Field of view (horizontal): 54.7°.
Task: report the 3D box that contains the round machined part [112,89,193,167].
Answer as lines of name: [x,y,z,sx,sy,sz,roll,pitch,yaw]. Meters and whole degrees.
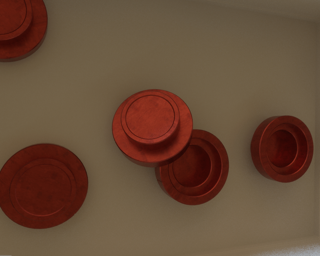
round machined part: [-0.010,-0.005,0.373,0.099,0.042,0.098,-2,66,4]

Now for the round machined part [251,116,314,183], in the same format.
round machined part: [0.177,0.030,0.467,0.099,0.042,0.097,0,90,-20]

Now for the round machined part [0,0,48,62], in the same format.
round machined part: [-0.175,-0.124,0.337,0.099,0.042,0.097,0,90,-20]

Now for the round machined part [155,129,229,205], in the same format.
round machined part: [0.039,0.050,0.416,0.099,0.042,0.097,0,90,-20]

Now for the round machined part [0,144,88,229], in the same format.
round machined part: [-0.132,0.067,0.353,0.099,0.042,0.097,0,90,-20]
